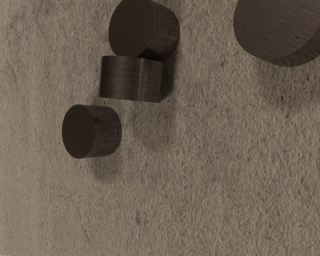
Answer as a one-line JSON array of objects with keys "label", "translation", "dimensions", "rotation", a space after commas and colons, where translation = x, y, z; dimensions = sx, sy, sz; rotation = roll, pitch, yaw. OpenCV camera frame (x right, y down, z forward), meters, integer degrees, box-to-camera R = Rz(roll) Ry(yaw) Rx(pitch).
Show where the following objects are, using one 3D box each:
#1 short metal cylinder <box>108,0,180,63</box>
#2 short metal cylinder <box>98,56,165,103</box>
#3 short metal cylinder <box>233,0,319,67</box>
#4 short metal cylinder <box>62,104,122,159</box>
[{"label": "short metal cylinder", "translation": [-0.021, -0.125, 0.404], "dimensions": [0.080, 0.050, 0.079], "rotation": [0, 90, 39]}, {"label": "short metal cylinder", "translation": [-0.036, -0.061, 0.397], "dimensions": [0.080, 0.081, 0.050], "rotation": [10, 97, 39]}, {"label": "short metal cylinder", "translation": [0.117, -0.101, 0.291], "dimensions": [0.080, 0.050, 0.079], "rotation": [0, 90, 39]}, {"label": "short metal cylinder", "translation": [-0.105, 0.005, 0.472], "dimensions": [0.080, 0.050, 0.079], "rotation": [0, 90, 39]}]
